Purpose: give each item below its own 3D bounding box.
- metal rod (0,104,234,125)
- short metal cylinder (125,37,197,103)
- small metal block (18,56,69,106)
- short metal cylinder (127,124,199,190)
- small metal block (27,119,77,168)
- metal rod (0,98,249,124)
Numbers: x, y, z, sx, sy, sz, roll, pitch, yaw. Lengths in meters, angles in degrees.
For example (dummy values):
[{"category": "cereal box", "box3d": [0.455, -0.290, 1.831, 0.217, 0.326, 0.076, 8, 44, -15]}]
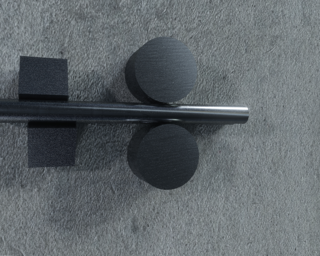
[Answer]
[{"category": "metal rod", "box3d": [-0.037, -0.018, 0.397, 0.303, 0.025, 0.025, 0, 90, -20]}, {"category": "short metal cylinder", "box3d": [0.000, -0.070, 0.397, 0.081, 0.050, 0.079, 0, 90, -20]}, {"category": "small metal block", "box3d": [-0.131, -0.052, 0.352, 0.050, 0.025, 0.050, 0, 63, -20]}, {"category": "short metal cylinder", "box3d": [0.003, 0.035, 0.398, 0.081, 0.050, 0.079, 0, 90, -20]}, {"category": "small metal block", "box3d": [-0.123, 0.017, 0.354, 0.050, 0.025, 0.050, 0, 117, -21]}, {"category": "metal rod", "box3d": [-0.027, -0.018, 0.374, 0.303, 0.025, 0.025, 0, 90, -20]}]
